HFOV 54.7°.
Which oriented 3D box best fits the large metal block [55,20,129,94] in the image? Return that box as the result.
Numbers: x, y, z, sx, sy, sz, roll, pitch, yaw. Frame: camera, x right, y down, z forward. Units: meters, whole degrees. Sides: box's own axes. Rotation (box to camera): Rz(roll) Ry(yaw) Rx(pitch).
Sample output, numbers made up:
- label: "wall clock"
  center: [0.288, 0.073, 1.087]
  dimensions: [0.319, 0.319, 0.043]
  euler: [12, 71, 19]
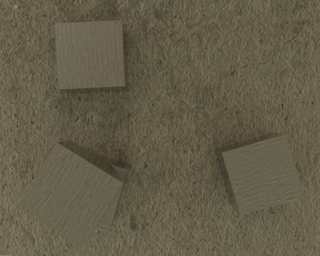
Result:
- label: "large metal block"
  center: [-0.084, -0.088, 0.397]
  dimensions: [0.081, 0.050, 0.080]
  euler: [-3, 90, 0]

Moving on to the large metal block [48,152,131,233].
- label: "large metal block"
  center: [-0.089, 0.077, 0.397]
  dimensions: [0.080, 0.050, 0.080]
  euler: [16, 90, 0]

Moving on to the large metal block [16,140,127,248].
- label: "large metal block"
  center: [-0.094, 0.070, 0.347]
  dimensions: [0.080, 0.050, 0.080]
  euler: [32, 90, 0]

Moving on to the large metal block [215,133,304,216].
- label: "large metal block"
  center: [0.124, 0.057, 0.398]
  dimensions: [0.080, 0.050, 0.080]
  euler: [-16, 90, 0]
